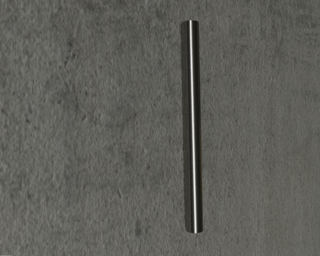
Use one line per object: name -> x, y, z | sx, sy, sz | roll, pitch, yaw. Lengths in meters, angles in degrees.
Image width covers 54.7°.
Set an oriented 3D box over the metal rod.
metal rod -> 0.047, -0.001, 0.446 | 0.025, 0.025, 0.298 | -2, 92, -40
